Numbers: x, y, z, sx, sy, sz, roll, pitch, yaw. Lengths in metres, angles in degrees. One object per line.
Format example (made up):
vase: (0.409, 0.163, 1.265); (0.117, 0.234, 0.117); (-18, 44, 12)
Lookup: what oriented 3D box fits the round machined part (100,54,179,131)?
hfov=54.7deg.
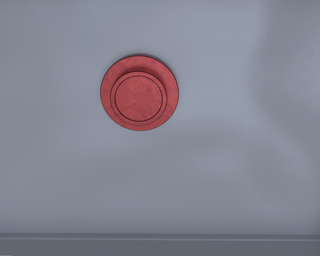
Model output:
round machined part: (-0.026, -0.041, 0.387); (0.099, 0.042, 0.097); (0, 110, -1)
